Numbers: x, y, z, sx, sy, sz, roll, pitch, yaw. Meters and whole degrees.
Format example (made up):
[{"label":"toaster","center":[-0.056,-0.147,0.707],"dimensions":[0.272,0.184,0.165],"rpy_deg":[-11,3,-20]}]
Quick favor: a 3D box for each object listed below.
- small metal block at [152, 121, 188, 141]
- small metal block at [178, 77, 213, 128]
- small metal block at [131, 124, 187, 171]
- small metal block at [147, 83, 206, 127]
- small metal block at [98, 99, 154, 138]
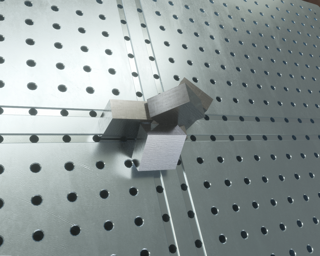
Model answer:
[{"label":"small metal block","center":[0.004,-0.003,0.411],"dimensions":[0.050,0.025,0.050],"rpy_deg":[2,61,-28]},{"label":"small metal block","center":[0.037,-0.034,0.432],"dimensions":[0.050,0.050,0.025],"rpy_deg":[37,50,-4]},{"label":"small metal block","center":[-0.002,0.023,0.373],"dimensions":[0.050,0.050,0.025],"rpy_deg":[1,30,-27]},{"label":"small metal block","center":[0.020,-0.024,0.372],"dimensions":[0.050,0.050,0.025],"rpy_deg":[34,39,-56]},{"label":"small metal block","center":[-0.042,-0.010,0.374],"dimensions":[0.050,0.050,0.025],"rpy_deg":[1,62,-27]}]
